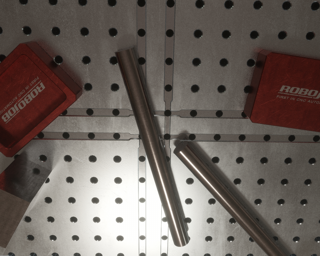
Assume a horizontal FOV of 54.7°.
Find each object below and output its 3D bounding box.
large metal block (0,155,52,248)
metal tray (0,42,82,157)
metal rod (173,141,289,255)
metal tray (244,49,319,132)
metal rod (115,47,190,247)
[{"bbox_3d":[-0.198,0.096,0.417,0.050,0.080,0.080,30,107,-11],"label":"large metal block"},{"bbox_3d":[-0.178,-0.034,0.395,0.130,0.030,0.090,-39,106,12],"label":"metal tray"},{"bbox_3d":[0.125,0.133,0.464,0.025,0.025,0.300,-39,106,13],"label":"metal rod"},{"bbox_3d":[0.184,-0.045,0.397,0.131,0.030,0.089,8,110,-4],"label":"metal tray"},{"bbox_3d":[-0.005,0.039,0.427,0.025,0.025,0.298,-14,110,5],"label":"metal rod"}]
